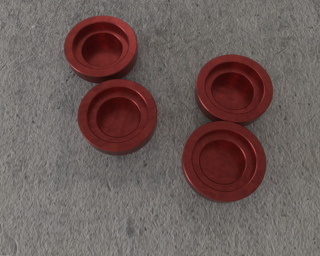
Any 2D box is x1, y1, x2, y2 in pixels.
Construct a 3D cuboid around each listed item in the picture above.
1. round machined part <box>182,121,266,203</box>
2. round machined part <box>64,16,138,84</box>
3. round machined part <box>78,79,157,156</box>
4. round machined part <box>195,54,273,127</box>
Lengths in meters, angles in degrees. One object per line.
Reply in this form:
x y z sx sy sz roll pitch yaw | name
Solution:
0.076 0.043 0.383 0.099 0.042 0.098 0 70 0 | round machined part
-0.080 -0.106 0.437 0.099 0.042 0.098 0 70 0 | round machined part
-0.052 -0.011 0.403 0.099 0.042 0.098 0 70 0 | round machined part
0.096 -0.046 0.416 0.099 0.042 0.098 0 70 0 | round machined part
